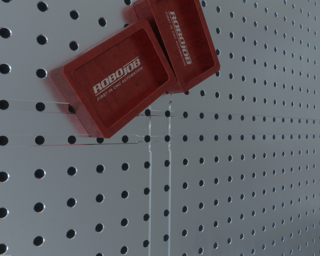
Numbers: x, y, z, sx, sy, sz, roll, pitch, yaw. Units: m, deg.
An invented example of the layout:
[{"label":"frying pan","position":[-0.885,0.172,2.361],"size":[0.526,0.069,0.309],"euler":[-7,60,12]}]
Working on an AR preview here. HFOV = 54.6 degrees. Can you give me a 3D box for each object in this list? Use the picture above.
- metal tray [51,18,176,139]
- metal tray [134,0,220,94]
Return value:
[{"label":"metal tray","position":[-0.047,-0.060,0.365],"size":[0.131,0.030,0.090],"euler":[-43,116,-31]},{"label":"metal tray","position":[0.028,-0.123,0.427],"size":[0.091,0.030,0.129],"euler":[-35,112,-34]}]
